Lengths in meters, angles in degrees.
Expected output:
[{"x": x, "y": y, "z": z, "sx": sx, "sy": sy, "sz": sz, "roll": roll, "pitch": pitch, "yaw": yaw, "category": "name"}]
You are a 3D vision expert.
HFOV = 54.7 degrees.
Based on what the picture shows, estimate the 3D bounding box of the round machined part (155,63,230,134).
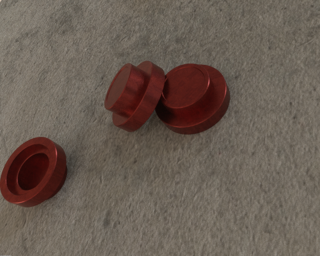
[{"x": 0.037, "y": -0.044, "z": 0.400, "sx": 0.098, "sy": 0.042, "sz": 0.098, "roll": -13, "pitch": 56, "yaw": 20, "category": "round machined part"}]

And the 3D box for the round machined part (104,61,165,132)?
[{"x": -0.039, "y": -0.047, "z": 0.414, "sx": 0.098, "sy": 0.042, "sz": 0.098, "roll": -42, "pitch": 34, "yaw": 37, "category": "round machined part"}]

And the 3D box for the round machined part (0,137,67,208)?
[{"x": -0.173, "y": 0.065, "z": 0.442, "sx": 0.098, "sy": 0.042, "sz": 0.098, "roll": -13, "pitch": 56, "yaw": 20, "category": "round machined part"}]
